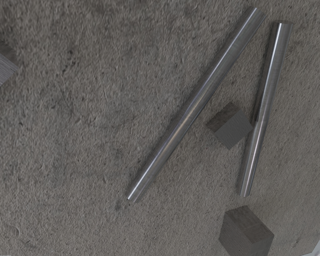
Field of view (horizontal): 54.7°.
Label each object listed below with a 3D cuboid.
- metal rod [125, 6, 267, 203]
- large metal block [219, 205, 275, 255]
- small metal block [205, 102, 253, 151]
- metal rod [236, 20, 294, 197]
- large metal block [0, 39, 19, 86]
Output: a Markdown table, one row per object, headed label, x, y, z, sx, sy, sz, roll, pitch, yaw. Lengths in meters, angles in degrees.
| label | x | y | z | sx | sy | sz | roll | pitch | yaw |
| --- | --- | --- | --- | --- | --- | --- | --- | --- | --- |
| metal rod | 0.041 | -0.022 | 0.415 | 0.025 | 0.025 | 0.299 | 24 | 105 | -37 |
| large metal block | 0.161 | 0.209 | 0.589 | 0.050 | 0.080 | 0.079 | -10 | 123 | -23 |
| small metal block | 0.104 | -0.002 | 0.463 | 0.050 | 0.025 | 0.050 | -43 | 130 | 1 |
| metal rod | 0.157 | -0.012 | 0.485 | 0.025 | 0.025 | 0.298 | -11 | 123 | -23 |
| large metal block | -0.181 | -0.056 | 0.257 | 0.080 | 0.050 | 0.080 | -44 | 129 | 2 |
